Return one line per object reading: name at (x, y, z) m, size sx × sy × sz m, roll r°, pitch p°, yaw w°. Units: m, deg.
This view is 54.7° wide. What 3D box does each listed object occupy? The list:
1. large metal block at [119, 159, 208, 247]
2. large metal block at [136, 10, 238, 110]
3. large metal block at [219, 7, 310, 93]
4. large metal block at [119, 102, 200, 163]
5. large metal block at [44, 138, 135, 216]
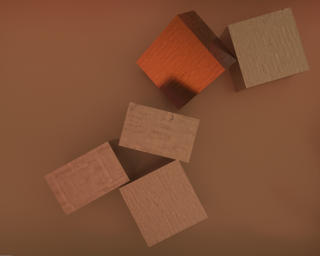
large metal block at (0.004, 0.091, 0.399) m, size 0.080 × 0.050 × 0.080 m, roll -27°, pitch 90°, yaw 0°
large metal block at (0.032, -0.082, 0.380) m, size 0.080 × 0.050 × 0.080 m, roll 49°, pitch 127°, yaw -1°
large metal block at (0.132, -0.098, 0.401) m, size 0.080 × 0.050 × 0.080 m, roll -17°, pitch 90°, yaw -1°
large metal block at (-0.001, 0.005, 0.384) m, size 0.080 × 0.080 × 0.050 m, roll 14°, pitch 90°, yaw -1°
large metal block at (-0.081, 0.056, 0.383) m, size 0.080 × 0.080 × 0.050 m, roll -29°, pitch 90°, yaw 0°
